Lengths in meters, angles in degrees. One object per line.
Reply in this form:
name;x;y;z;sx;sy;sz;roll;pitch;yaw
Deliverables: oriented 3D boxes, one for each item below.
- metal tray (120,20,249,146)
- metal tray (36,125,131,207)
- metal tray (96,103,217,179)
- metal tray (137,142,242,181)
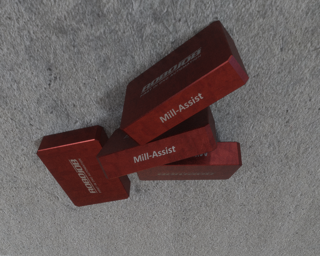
metal tray;0.020;-0.047;0.324;0.130;0.090;0.030;-31;123;24
metal tray;-0.106;0.060;0.454;0.090;0.030;0.129;-12;130;9
metal tray;-0.001;0.012;0.371;0.130;0.090;0.030;-17;108;14
metal tray;0.035;0.047;0.418;0.131;0.030;0.090;-1;159;0
